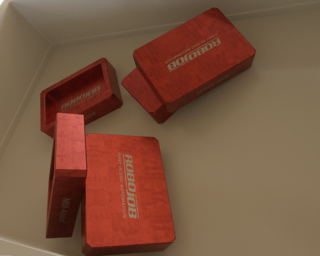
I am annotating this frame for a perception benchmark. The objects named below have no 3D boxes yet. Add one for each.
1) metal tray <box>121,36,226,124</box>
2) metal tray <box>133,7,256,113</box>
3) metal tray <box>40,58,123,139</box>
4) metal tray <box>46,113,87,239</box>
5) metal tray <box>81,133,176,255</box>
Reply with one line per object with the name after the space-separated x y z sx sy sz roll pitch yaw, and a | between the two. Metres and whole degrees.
0.019 -0.079 0.440 0.130 0.030 0.090 -42 51 -1 | metal tray
0.043 -0.089 0.400 0.131 0.030 0.090 -31 70 -7 | metal tray
-0.129 -0.047 0.497 0.130 0.030 0.090 -26 53 11 | metal tray
-0.112 0.058 0.363 0.030 0.129 0.090 5 43 -21 | metal tray
-0.040 0.069 0.345 0.091 0.030 0.130 4 53 -20 | metal tray
